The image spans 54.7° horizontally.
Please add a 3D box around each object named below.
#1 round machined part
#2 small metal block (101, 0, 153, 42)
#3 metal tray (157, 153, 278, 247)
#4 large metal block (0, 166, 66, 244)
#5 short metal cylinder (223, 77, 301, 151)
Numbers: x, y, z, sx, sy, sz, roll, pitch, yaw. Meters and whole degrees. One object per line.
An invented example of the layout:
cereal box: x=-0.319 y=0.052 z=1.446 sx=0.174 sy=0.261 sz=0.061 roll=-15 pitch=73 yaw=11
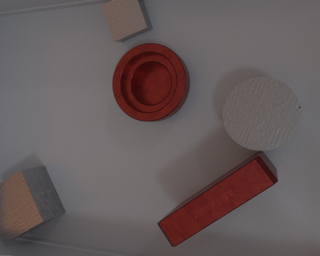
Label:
round machined part: x=-0.009 y=-0.057 z=0.404 sx=0.098 sy=0.042 sz=0.097 roll=0 pitch=90 yaw=19
small metal block: x=-0.044 y=-0.150 z=0.420 sx=0.050 sy=0.025 sz=0.050 roll=-17 pitch=97 yaw=19
metal tray: x=0.068 y=0.076 z=0.351 sx=0.130 sy=0.090 sz=0.030 roll=-38 pitch=78 yaw=16
large metal block: x=-0.204 y=0.113 z=0.467 sx=0.080 sy=0.050 sz=0.080 roll=-31 pitch=80 yaw=17
short metal cylinder: x=0.116 y=-0.015 z=0.356 sx=0.080 sy=0.050 sz=0.079 roll=0 pitch=90 yaw=19
